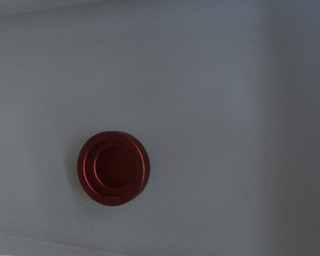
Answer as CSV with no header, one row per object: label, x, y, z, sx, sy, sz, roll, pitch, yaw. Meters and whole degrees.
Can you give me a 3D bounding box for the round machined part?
round machined part,-0.059,0.053,0.421,0.098,0.042,0.097,0,90,19
